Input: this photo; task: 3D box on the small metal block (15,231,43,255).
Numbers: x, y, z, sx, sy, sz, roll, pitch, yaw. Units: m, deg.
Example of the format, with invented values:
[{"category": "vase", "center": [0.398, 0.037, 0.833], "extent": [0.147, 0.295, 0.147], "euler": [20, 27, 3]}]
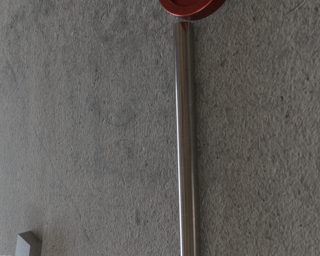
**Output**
[{"category": "small metal block", "center": [-0.262, 0.242, 0.617], "extent": [0.050, 0.025, 0.050], "euler": [17, 101, 38]}]

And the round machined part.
[{"category": "round machined part", "center": [0.046, -0.172, 0.355], "extent": [0.098, 0.042, 0.097], "euler": [0, 90, 39]}]

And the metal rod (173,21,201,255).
[{"category": "metal rod", "center": [0.033, 0.023, 0.376], "extent": [0.025, 0.025, 0.298], "euler": [-3, 88, 39]}]
